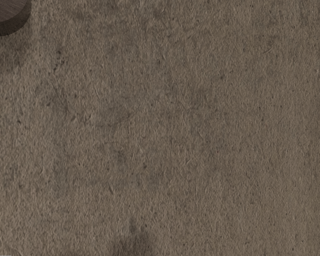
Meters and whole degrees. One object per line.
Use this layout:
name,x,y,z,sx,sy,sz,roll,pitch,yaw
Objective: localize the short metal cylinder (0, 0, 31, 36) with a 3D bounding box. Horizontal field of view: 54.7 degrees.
short metal cylinder,-0.181,-0.144,0.328,0.081,0.050,0.079,0,90,-21
